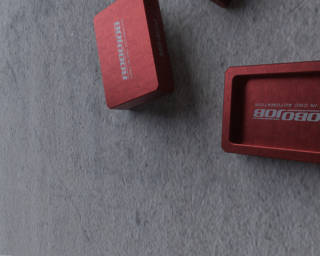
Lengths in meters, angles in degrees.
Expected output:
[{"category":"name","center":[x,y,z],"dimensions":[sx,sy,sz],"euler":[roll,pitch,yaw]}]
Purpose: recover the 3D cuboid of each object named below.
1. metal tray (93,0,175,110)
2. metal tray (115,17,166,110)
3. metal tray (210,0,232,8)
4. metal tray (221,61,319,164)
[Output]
[{"category":"metal tray","center":[-0.036,-0.096,0.389],"dimensions":[0.090,0.030,0.129],"euler":[-17,80,38]},{"category":"metal tray","center":[-0.037,-0.099,0.430],"dimensions":[0.090,0.030,0.129],"euler":[-18,79,38]},{"category":"metal tray","center":[0.053,-0.213,0.355],"dimensions":[0.130,0.030,0.090],"euler":[51,120,27]},{"category":"metal tray","center":[0.126,-0.016,0.296],"dimensions":[0.130,0.030,0.089],"euler":[4,93,39]}]
